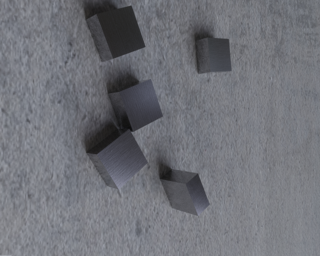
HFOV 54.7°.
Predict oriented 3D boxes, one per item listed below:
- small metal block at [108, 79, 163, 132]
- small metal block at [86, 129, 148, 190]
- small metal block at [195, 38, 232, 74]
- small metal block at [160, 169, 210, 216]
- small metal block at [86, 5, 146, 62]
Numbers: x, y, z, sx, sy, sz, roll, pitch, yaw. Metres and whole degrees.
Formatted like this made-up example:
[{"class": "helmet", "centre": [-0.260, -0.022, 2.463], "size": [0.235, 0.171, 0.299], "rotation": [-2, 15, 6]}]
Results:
[{"class": "small metal block", "centre": [-0.029, -0.028, 0.382], "size": [0.050, 0.025, 0.050], "rotation": [-29, 109, -36]}, {"class": "small metal block", "centre": [-0.049, 0.035, 0.365], "size": [0.050, 0.025, 0.050], "rotation": [-41, 115, -33]}, {"class": "small metal block", "centre": [0.083, -0.110, 0.476], "size": [0.050, 0.025, 0.050], "rotation": [-11, 97, -40]}, {"class": "small metal block", "centre": [0.033, 0.086, 0.419], "size": [0.025, 0.050, 0.050], "rotation": [-34, 112, -35]}, {"class": "small metal block", "centre": [-0.051, -0.110, 0.363], "size": [0.050, 0.025, 0.050], "rotation": [-31, 110, -36]}]
